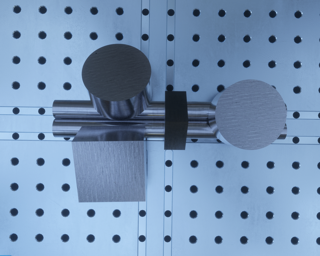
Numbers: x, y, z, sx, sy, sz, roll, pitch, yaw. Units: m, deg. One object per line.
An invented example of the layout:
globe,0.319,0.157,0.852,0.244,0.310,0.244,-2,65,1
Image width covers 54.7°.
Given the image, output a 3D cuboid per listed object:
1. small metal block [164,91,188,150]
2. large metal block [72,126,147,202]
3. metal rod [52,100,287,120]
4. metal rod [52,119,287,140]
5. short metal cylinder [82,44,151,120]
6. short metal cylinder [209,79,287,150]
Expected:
small metal block,0.018,-0.009,0.369,0.025,0.050,0.050,1,48,0
large metal block,-0.058,0.043,0.383,0.081,0.050,0.079,-1,110,0
metal rod,0.013,-0.023,0.410,0.302,0.025,0.025,1,90,0
metal rod,0.013,0.002,0.410,0.302,0.025,0.025,1,90,0
short metal cylinder,-0.051,-0.056,0.383,0.081,0.050,0.080,0,66,-1
short metal cylinder,0.102,-0.015,0.373,0.081,0.050,0.079,0,90,0
